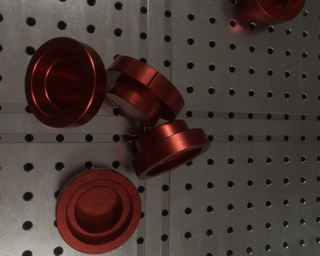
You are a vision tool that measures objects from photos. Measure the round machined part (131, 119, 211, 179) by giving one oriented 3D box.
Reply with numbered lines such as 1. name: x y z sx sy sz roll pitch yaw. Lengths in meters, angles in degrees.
1. round machined part: 0.009 0.024 0.384 0.099 0.098 0.042 -20 72 -19

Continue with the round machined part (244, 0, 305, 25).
1. round machined part: 0.167 -0.204 0.467 0.099 0.042 0.097 0 90 -21

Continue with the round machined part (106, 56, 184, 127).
1. round machined part: -0.023 -0.037 0.366 0.098 0.098 0.042 38 78 -17

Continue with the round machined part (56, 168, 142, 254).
1. round machined part: -0.075 0.097 0.377 0.099 0.042 0.097 0 90 -21

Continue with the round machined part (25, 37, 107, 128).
1. round machined part: -0.100 -0.048 0.349 0.042 0.098 0.097 0 90 -65
